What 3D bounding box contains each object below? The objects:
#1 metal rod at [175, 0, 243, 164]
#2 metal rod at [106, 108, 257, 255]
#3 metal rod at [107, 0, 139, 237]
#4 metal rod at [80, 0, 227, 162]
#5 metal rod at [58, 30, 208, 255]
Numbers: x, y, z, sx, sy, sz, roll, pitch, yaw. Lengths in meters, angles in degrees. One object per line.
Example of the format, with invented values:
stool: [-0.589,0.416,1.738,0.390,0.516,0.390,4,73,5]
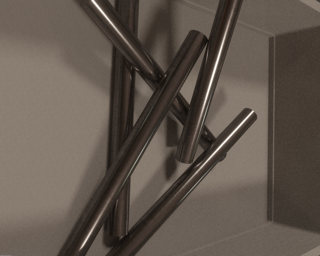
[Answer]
metal rod: [0.066,-0.092,0.364,0.025,0.025,0.298,-6,119,-40]
metal rod: [0.036,0.074,0.413,0.301,0.025,0.025,-43,117,-23]
metal rod: [-0.044,-0.025,0.371,0.025,0.025,0.298,4,87,-40]
metal rod: [0.012,-0.042,0.395,0.300,0.025,0.025,46,62,-38]
metal rod: [-0.028,0.020,0.346,0.025,0.025,0.299,36,80,-35]
